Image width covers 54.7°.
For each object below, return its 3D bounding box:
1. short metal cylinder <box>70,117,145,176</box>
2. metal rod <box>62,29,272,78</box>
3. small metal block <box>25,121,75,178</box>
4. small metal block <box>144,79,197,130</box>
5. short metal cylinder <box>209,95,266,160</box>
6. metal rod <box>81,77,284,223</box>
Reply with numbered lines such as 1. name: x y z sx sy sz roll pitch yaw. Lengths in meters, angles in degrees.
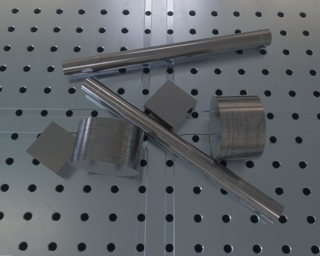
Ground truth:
1. short metal cylinder: -0.062 0.025 0.373 0.080 0.080 0.050 6 70 2
2. metal rod: 0.013 -0.110 0.451 0.302 0.025 0.025 -10 71 -4
3. small metal block: -0.133 0.028 0.401 0.050 0.025 0.050 33 73 11
4. small metal block: 0.014 -0.029 0.422 0.050 0.025 0.050 39 74 13
5. short metal cylinder: 0.092 -0.001 0.383 0.050 0.080 0.080 -2 70 -1
6. metal rod: 0.021 0.022 0.403 0.300 0.025 0.025 34 74 11
